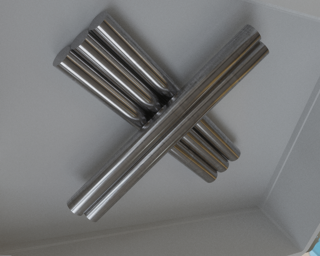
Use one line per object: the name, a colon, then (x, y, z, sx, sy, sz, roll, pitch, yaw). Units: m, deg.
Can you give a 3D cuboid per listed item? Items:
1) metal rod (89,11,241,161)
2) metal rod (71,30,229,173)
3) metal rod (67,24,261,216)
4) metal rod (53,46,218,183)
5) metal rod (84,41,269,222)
metal rod: (0.028, -0.032, 0.402, 0.025, 0.025, 0.301, -47, 129, 4)
metal rod: (0.010, -0.014, 0.403, 0.025, 0.025, 0.301, -47, 129, 4)
metal rod: (0.003, -0.007, 0.371, 0.300, 0.025, 0.025, -45, 129, 3)
metal rod: (-0.008, 0.003, 0.403, 0.025, 0.025, 0.301, -47, 129, 4)
metal rod: (0.018, 0.005, 0.387, 0.300, 0.025, 0.025, -45, 129, 3)
